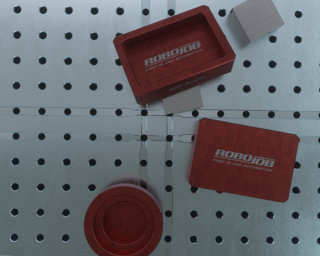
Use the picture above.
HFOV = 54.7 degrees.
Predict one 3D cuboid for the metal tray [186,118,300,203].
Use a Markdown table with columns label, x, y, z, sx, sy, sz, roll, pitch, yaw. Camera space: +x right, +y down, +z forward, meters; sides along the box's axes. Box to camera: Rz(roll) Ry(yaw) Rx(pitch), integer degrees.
| label | x | y | z | sx | sy | sz | roll | pitch | yaw |
| --- | --- | --- | --- | --- | --- | --- | --- | --- | --- |
| metal tray | 0.108 | 0.042 | 0.412 | 0.131 | 0.030 | 0.089 | 10 | 90 | 0 |

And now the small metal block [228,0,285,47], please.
| label | x | y | z | sx | sy | sz | roll | pitch | yaw |
| --- | --- | --- | --- | --- | --- | --- | --- | --- | --- |
| small metal block | 0.128 | -0.145 | 0.414 | 0.050 | 0.025 | 0.050 | -28 | 90 | 0 |

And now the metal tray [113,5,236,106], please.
| label | x | y | z | sx | sy | sz | roll | pitch | yaw |
| --- | --- | --- | --- | --- | --- | --- | --- | --- | --- |
| metal tray | 0.017 | -0.093 | 0.392 | 0.131 | 0.030 | 0.090 | -21 | 70 | -3 |

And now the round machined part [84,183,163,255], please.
| label | x | y | z | sx | sy | sz | roll | pitch | yaw |
| --- | --- | --- | --- | --- | --- | --- | --- | --- | --- |
| round machined part | -0.045 | 0.121 | 0.404 | 0.099 | 0.042 | 0.097 | 0 | 90 | 0 |

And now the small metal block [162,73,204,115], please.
| label | x | y | z | sx | sy | sz | roll | pitch | yaw |
| --- | --- | --- | --- | --- | --- | --- | --- | --- | --- |
| small metal block | 0.027 | -0.047 | 0.413 | 0.050 | 0.025 | 0.050 | -12 | 90 | 0 |
